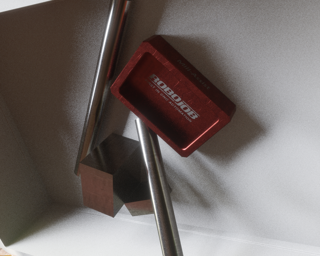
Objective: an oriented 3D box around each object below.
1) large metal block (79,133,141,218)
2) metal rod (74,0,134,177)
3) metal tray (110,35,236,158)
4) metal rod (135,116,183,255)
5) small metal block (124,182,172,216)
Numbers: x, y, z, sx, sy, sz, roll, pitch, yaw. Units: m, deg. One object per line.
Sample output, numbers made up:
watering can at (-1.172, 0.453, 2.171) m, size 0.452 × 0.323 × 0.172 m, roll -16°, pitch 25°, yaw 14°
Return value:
large metal block at (-0.068, 0.066, 0.448) m, size 0.050 × 0.080 × 0.079 m, roll 17°, pitch 125°, yaw 18°
metal rod at (-0.086, -0.036, 0.429) m, size 0.025 × 0.025 × 0.298 m, roll 30°, pitch 128°, yaw 9°
metal tray at (0.013, -0.035, 0.375) m, size 0.130 × 0.030 × 0.090 m, roll 42°, pitch 129°, yaw -2°
metal rod at (0.010, 0.131, 0.388) m, size 0.025 × 0.025 × 0.299 m, roll -19°, pitch 78°, yaw 35°
small metal block at (-0.017, 0.103, 0.464) m, size 0.050 × 0.050 × 0.025 m, roll -18°, pitch 109°, yaw 35°
